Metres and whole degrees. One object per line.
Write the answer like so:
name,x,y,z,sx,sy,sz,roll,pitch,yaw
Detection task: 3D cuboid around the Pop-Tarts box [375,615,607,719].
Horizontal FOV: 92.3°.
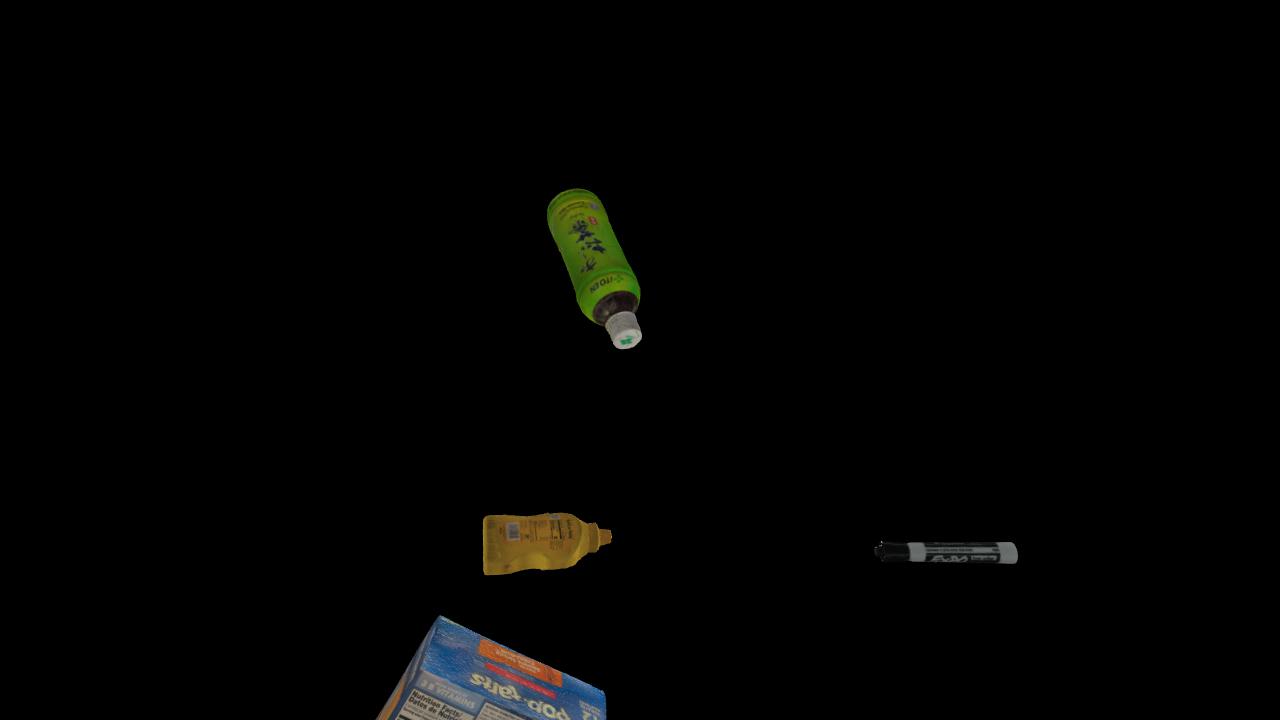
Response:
Pop-Tarts box,-0.131,0.319,0.500,0.167,0.141,0.083,31,1,-12

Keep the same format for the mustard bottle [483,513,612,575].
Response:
mustard bottle,-0.130,0.258,0.881,0.184,0.054,0.092,0,26,-15

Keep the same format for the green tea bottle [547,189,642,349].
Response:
green tea bottle,-0.045,-0.099,0.669,0.073,0.212,0.073,-16,-36,-13

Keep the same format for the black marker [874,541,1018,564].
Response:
black marker,0.277,0.175,0.560,0.121,0.020,0.020,-1,0,5
